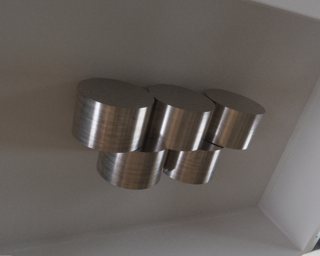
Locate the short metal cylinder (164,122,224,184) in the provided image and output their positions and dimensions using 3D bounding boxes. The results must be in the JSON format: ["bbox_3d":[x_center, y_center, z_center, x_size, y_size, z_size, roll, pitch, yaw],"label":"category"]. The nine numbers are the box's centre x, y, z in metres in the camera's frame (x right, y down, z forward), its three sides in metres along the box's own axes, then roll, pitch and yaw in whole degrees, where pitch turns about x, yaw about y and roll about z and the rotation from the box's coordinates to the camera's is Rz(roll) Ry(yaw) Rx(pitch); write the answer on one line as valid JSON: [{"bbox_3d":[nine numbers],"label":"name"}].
[{"bbox_3d":[0.040,0.030,0.411,0.081,0.080,0.050,1,118,-29],"label":"short metal cylinder"}]

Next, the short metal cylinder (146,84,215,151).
[{"bbox_3d":[0.020,-0.014,0.373,0.081,0.080,0.050,1,118,-29],"label":"short metal cylinder"}]

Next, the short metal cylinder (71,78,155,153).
[{"bbox_3d":[-0.051,-0.016,0.333,0.081,0.080,0.050,1,118,-29],"label":"short metal cylinder"}]

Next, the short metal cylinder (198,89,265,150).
[{"bbox_3d":[0.091,-0.013,0.412,0.081,0.080,0.050,2,118,-29],"label":"short metal cylinder"}]

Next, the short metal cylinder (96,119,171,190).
[{"bbox_3d":[-0.032,0.029,0.371,0.081,0.080,0.050,1,118,-29],"label":"short metal cylinder"}]
